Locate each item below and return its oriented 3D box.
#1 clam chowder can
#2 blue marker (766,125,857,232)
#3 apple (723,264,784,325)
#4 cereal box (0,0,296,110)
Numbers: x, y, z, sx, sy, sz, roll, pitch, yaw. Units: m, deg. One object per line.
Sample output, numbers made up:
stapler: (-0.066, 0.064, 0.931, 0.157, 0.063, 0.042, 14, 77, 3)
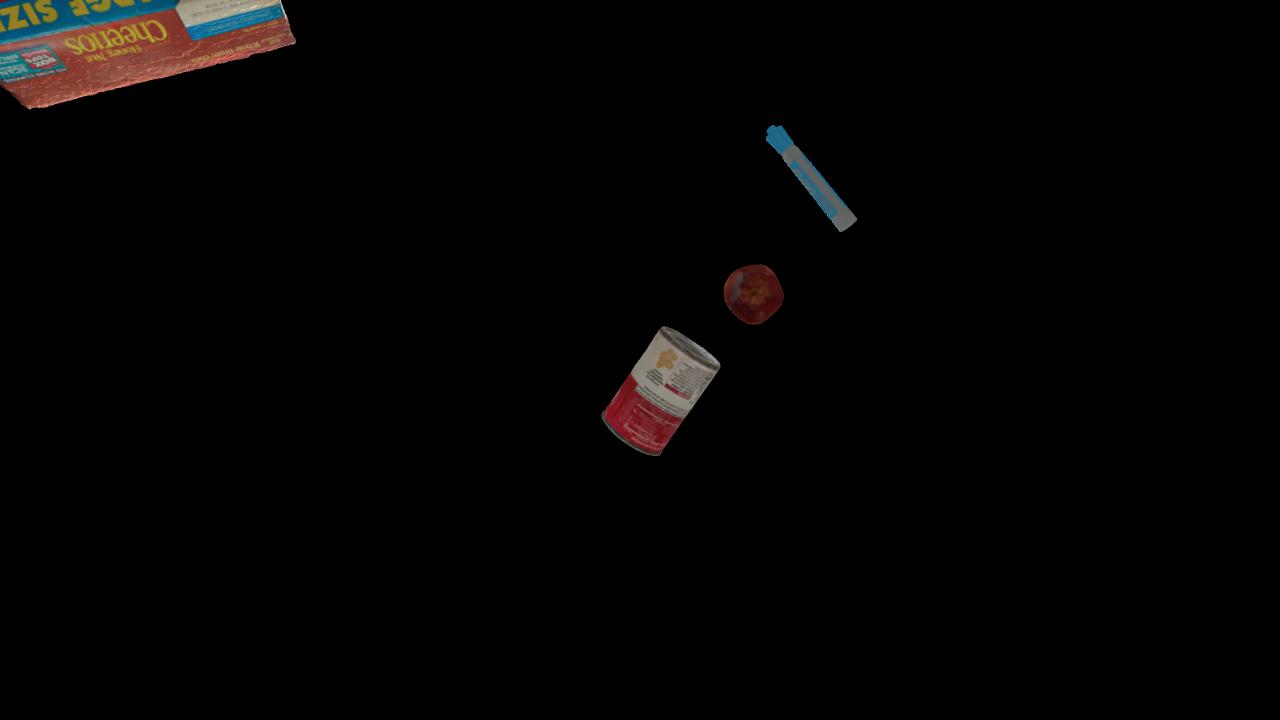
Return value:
clam chowder can: (0.020, 0.028, 0.568, 0.068, 0.102, 0.068, 32, 12, -8)
blue marker: (0.158, -0.172, 0.576, 0.020, 0.121, 0.020, -34, -9, -6)
apple: (0.148, -0.085, 0.803, 0.079, 0.079, 0.093, 0, 4, 4)
cereal box: (-0.443, -0.367, 0.480, 0.203, 0.306, 0.081, -27, -6, -21)
